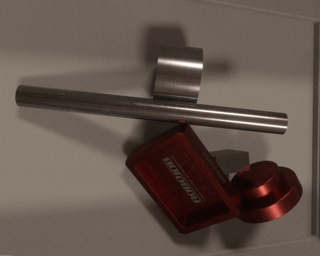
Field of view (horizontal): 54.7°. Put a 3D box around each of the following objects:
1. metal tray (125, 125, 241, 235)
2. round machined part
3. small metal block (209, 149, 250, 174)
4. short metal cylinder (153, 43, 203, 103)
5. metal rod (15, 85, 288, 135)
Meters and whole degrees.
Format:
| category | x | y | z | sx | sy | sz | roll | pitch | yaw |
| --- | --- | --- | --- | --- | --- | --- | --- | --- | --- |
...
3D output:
| category | x | y | z | sx | sy | sz | roll | pitch | yaw |
| --- | --- | --- | --- | --- | --- | --- | --- | --- | --- |
| metal tray | 0.030 | 0.067 | 0.390 | 0.090 | 0.030 | 0.130 | -30 | 104 | 27 |
| round machined part | 0.137 | 0.081 | 0.424 | 0.098 | 0.098 | 0.042 | -35 | 103 | -17 |
| small metal block | 0.088 | 0.047 | 0.431 | 0.050 | 0.050 | 0.025 | -6 | 93 | -20 |
| short metal cylinder | 0.021 | -0.061 | 0.384 | 0.050 | 0.080 | 0.080 | 7 | 88 | -1 |
| metal rod | -0.009 | -0.021 | 0.353 | 0.302 | 0.025 | 0.025 | 6 | 88 | 0 |
